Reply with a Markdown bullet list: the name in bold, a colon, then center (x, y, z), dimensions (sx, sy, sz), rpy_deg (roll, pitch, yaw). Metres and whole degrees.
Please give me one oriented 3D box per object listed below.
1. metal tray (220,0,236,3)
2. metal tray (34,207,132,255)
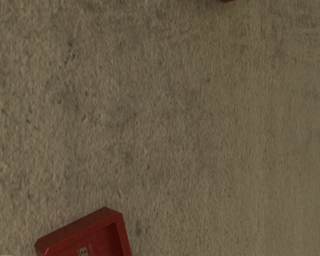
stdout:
- **metal tray**: center (0.081, -0.247, 0.450), dimensions (0.131, 0.030, 0.089), rpy_deg (-5, 94, -55)
- **metal tray**: center (-0.073, 0.166, 0.341), dimensions (0.091, 0.030, 0.129), rpy_deg (-19, 102, -39)
